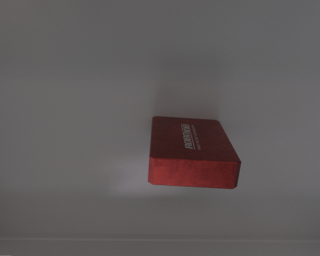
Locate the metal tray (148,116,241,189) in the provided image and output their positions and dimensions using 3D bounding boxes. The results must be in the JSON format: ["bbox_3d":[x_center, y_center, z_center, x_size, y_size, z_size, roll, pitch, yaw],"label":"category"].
[{"bbox_3d":[0.034,0.023,0.364,0.090,0.130,0.030,4,110,-1],"label":"metal tray"}]
